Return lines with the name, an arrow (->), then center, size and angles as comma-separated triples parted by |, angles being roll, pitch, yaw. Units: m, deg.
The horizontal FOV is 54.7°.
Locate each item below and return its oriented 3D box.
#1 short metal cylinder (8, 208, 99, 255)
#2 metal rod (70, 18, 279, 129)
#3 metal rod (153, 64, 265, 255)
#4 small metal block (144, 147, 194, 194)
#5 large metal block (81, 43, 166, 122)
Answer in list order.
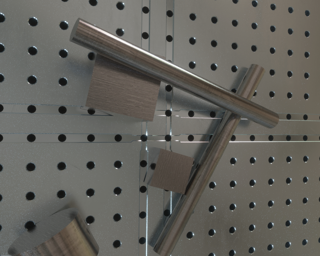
short metal cylinder -> -0.115, 0.132, 0.341 | 0.080, 0.080, 0.050 | -28, 100, -18
metal rod -> 0.040, -0.054, 0.380 | 0.302, 0.025, 0.025 | 19, 84, -29
metal rod -> 0.074, 0.039, 0.439 | 0.025, 0.025, 0.300 | 33, 79, -17
small metal block -> 0.012, 0.057, 0.417 | 0.050, 0.025, 0.050 | 18, 84, -19
large metal block -> -0.046, -0.055, 0.382 | 0.081, 0.050, 0.080 | 13, 86, -20
